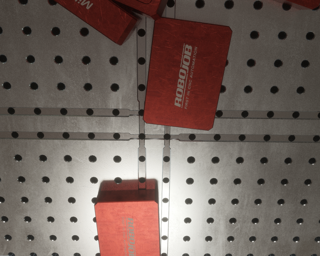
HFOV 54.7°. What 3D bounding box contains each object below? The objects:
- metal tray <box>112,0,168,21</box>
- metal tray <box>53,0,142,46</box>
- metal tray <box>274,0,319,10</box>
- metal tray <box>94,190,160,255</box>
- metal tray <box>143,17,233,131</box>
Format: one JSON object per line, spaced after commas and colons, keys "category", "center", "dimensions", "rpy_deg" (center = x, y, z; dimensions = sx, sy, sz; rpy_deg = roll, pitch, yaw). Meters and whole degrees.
{"category": "metal tray", "center": [-0.019, -0.192, 0.322], "dimensions": [0.090, 0.030, 0.129], "rpy_deg": [24, 103, 4]}
{"category": "metal tray", "center": [-0.084, -0.141, 0.325], "dimensions": [0.130, 0.090, 0.030], "rpy_deg": [33, 107, -12]}
{"category": "metal tray", "center": [0.127, -0.195, 0.340], "dimensions": [0.131, 0.030, 0.089], "rpy_deg": [16, 109, -6]}
{"category": "metal tray", "center": [-0.046, 0.158, 0.468], "dimensions": [0.091, 0.030, 0.129], "rpy_deg": [-2, 110, 0]}
{"category": "metal tray", "center": [0.031, -0.066, 0.387], "dimensions": [0.091, 0.030, 0.129], "rpy_deg": [7, 110, -3]}
